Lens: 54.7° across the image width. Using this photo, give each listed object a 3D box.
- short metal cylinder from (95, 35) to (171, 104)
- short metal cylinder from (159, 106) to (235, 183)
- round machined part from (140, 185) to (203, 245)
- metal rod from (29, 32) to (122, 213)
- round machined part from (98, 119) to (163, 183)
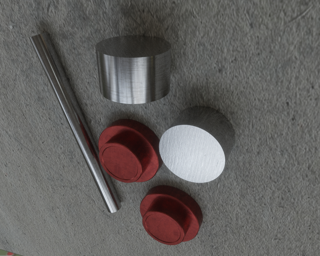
[{"bbox_3d":[-0.028,-0.067,0.343,0.080,0.080,0.050,14,124,20],"label":"short metal cylinder"},{"bbox_3d":[0.046,0.019,0.378,0.080,0.050,0.079,13,124,20],"label":"short metal cylinder"},{"bbox_3d":[0.012,0.140,0.474,0.098,0.042,0.097,13,124,20],"label":"round machined part"},{"bbox_3d":[-0.120,0.006,0.471,0.025,0.025,0.298,-4,117,30],"label":"metal rod"},{"bbox_3d":[-0.047,0.039,0.443,0.098,0.042,0.097,13,124,20],"label":"round machined part"}]
